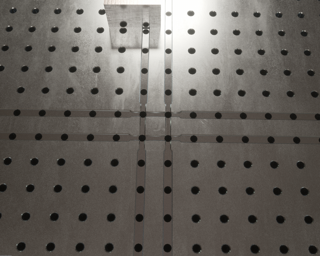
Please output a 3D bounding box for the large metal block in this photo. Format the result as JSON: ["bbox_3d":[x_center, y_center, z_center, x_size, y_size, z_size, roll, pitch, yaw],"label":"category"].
[{"bbox_3d":[-0.039,-0.203,0.472,0.081,0.050,0.080,0,70,-1],"label":"large metal block"}]
